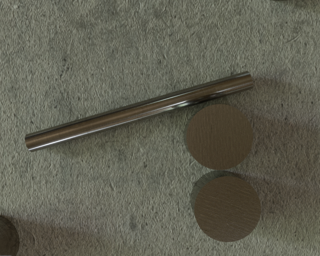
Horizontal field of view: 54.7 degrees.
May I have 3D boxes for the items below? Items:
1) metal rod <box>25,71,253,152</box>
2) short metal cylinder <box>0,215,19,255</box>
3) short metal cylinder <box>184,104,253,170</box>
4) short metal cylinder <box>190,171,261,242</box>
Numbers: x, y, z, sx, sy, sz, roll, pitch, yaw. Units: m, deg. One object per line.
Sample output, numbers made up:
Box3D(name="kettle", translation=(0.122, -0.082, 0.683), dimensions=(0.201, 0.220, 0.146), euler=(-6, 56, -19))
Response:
Box3D(name="metal rod", translation=(-0.027, -0.022, 0.409), dimensions=(0.302, 0.025, 0.025), euler=(-16, 90, 0))
Box3D(name="short metal cylinder", translation=(-0.231, 0.156, 0.396), dimensions=(0.081, 0.050, 0.079), euler=(0, 90, 0))
Box3D(name="short metal cylinder", translation=(0.072, 0.011, 0.398), dimensions=(0.081, 0.050, 0.079), euler=(0, 90, 0))
Box3D(name="short metal cylinder", translation=(0.082, 0.098, 0.398), dimensions=(0.081, 0.050, 0.079), euler=(0, 90, 0))
